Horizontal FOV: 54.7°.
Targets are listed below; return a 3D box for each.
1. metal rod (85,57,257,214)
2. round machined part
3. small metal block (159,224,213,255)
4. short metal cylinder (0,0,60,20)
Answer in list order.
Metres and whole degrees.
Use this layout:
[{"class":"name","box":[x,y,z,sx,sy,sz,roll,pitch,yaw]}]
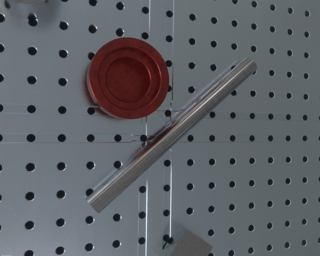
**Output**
[{"class":"metal rod","box":[0.025,0.001,0.422,0.301,0.025,0.025,-41,103,-15]},{"class":"round machined part","box":[-0.042,-0.059,0.388,0.099,0.042,0.097,0,90,-20]},{"class":"small metal block","box":[0.036,0.170,0.427,0.050,0.025,0.050,37,78,-17]},{"class":"short metal cylinder","box":[-0.150,-0.169,0.344,0.081,0.050,0.079,0,90,-20]}]
